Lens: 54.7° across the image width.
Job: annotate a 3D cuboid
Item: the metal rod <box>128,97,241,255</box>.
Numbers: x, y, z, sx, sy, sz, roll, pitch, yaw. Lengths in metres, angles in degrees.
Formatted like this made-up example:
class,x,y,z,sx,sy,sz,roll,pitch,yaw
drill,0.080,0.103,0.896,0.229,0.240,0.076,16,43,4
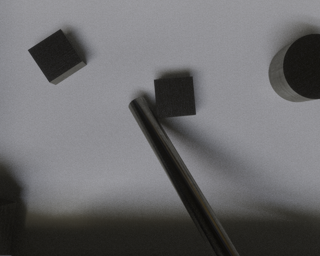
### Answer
class,x,y,z,sx,sy,sz,roll,pitch,yaw
metal rod,0.039,0.083,0.348,0.025,0.025,0.299,-31,64,0

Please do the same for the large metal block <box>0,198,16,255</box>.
class,x,y,z,sx,sy,sz,roll,pitch,yaw
large metal block,-0.230,0.131,0.374,0.050,0.080,0.080,7,90,24

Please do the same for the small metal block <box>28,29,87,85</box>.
class,x,y,z,sx,sy,sz,roll,pitch,yaw
small metal block,-0.135,-0.093,0.410,0.050,0.025,0.050,-33,90,0

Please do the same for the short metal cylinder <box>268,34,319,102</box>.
class,x,y,z,sx,sy,sz,roll,pitch,yaw
short metal cylinder,0.190,-0.075,0.401,0.081,0.050,0.079,0,90,-1

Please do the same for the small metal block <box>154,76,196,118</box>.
class,x,y,z,sx,sy,sz,roll,pitch,yaw
small metal block,0.019,-0.040,0.412,0.050,0.025,0.050,-5,90,-1
